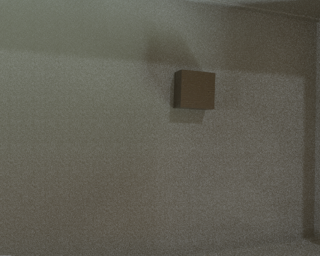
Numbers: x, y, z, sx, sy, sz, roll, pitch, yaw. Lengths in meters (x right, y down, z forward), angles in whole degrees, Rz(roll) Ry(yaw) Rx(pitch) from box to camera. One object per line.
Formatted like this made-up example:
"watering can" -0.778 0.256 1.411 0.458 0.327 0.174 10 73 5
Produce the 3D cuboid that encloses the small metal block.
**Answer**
"small metal block" 0.047 -0.051 0.428 0.050 0.025 0.050 2 89 -20
